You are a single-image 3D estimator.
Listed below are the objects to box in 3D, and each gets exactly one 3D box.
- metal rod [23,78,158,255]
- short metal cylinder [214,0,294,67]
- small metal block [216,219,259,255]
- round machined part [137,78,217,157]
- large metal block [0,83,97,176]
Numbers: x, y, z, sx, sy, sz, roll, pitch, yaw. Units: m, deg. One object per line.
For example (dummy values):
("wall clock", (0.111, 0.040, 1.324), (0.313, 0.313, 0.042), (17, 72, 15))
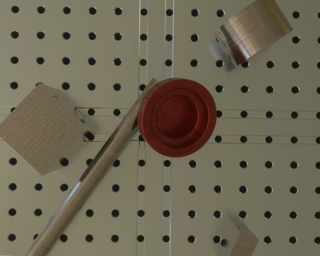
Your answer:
("metal rod", (-0.088, 0.062, 0.412), (0.025, 0.025, 0.299), (36, 90, -1))
("short metal cylinder", (0.116, -0.119, 0.387), (0.080, 0.080, 0.050), (-33, 90, 0))
("small metal block", (0.099, 0.154, 0.402), (0.025, 0.050, 0.050), (24, 90, 0))
("round machined part", (0.018, -0.015, 0.394), (0.099, 0.042, 0.097), (-5, 105, -19))
("large metal block", (-0.144, 0.002, 0.399), (0.080, 0.050, 0.080), (43, 90, -1))
